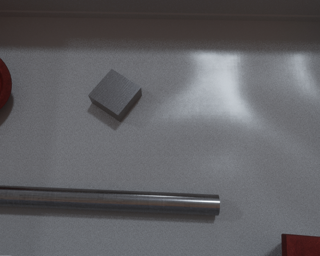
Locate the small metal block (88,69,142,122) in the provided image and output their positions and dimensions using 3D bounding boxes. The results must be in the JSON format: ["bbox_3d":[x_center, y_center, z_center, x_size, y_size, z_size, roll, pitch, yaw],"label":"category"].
[{"bbox_3d":[-0.060,-0.045,0.425,0.050,0.025,0.050,34,73,11],"label":"small metal block"}]

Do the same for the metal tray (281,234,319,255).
[{"bbox_3d":[0.194,0.127,0.305,0.130,0.090,0.030,-4,70,26],"label":"metal tray"}]

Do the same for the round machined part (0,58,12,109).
[{"bbox_3d":[-0.250,-0.057,0.402,0.099,0.042,0.097,3,85,-36],"label":"round machined part"}]

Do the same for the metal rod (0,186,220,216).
[{"bbox_3d":[-0.080,0.087,0.376,0.302,0.025,0.025,2,70,0],"label":"metal rod"}]
